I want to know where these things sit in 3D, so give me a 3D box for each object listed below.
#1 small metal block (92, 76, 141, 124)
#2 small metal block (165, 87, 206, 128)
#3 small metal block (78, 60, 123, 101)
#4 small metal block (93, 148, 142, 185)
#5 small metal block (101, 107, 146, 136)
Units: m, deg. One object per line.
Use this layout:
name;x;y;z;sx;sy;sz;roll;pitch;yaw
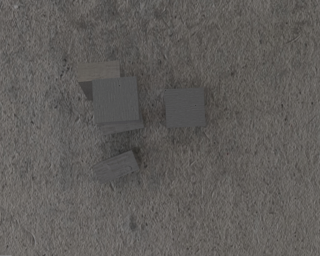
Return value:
small metal block;-0.050;-0.031;0.360;0.050;0.025;0.050;-4;85;0
small metal block;0.032;-0.026;0.410;0.050;0.025;0.050;-3;90;0
small metal block;-0.072;-0.059;0.394;0.050;0.050;0.025;-6;69;0
small metal block;-0.053;0.047;0.397;0.050;0.050;0.025;-22;90;0
small metal block;-0.046;-0.008;0.397;0.050;0.050;0.025;-11;90;0
